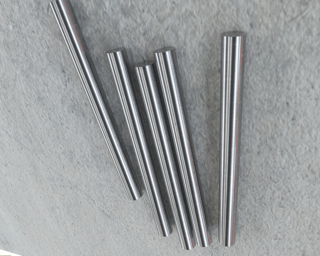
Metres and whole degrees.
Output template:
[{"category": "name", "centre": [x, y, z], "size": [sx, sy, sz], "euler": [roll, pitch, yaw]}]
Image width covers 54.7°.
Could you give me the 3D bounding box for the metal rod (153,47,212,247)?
[{"category": "metal rod", "centre": [0.036, 0.043, 0.412], "size": [0.025, 0.025, 0.298], "euler": [1, 119, 27]}]

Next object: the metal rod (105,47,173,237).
[{"category": "metal rod", "centre": [-0.022, 0.037, 0.439], "size": [0.025, 0.025, 0.298], "euler": [1, 119, 27]}]

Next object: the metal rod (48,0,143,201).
[{"category": "metal rod", "centre": [-0.081, -0.024, 0.432], "size": [0.025, 0.025, 0.298], "euler": [-4, 117, 29]}]

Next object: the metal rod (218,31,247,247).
[{"category": "metal rod", "centre": [0.086, 0.035, 0.382], "size": [0.025, 0.025, 0.298], "euler": [8, 122, 23]}]

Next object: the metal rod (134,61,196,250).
[{"category": "metal rod", "centre": [0.013, 0.055, 0.432], "size": [0.025, 0.025, 0.298], "euler": [1, 119, 27]}]
